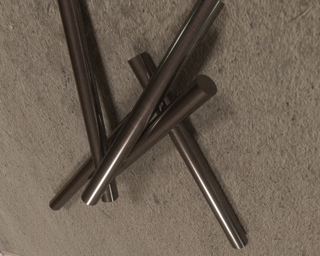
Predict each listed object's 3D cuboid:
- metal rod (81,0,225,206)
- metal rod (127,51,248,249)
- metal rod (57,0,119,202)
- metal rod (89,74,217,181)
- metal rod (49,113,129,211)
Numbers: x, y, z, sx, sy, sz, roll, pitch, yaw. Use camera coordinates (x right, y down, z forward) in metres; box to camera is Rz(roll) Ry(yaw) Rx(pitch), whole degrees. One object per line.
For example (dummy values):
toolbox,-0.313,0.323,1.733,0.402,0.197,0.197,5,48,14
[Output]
metal rod,-0.022,-0.015,0.364,0.025,0.025,0.298,36,115,4
metal rod,0.044,0.040,0.407,0.025,0.025,0.299,-19,109,35
metal rod,-0.092,-0.038,0.403,0.025,0.025,0.298,2,111,27
metal rod,-0.031,0.026,0.413,0.025,0.025,0.299,45,136,-3
metal rod,-0.118,0.069,0.509,0.025,0.025,0.299,44,129,-3
